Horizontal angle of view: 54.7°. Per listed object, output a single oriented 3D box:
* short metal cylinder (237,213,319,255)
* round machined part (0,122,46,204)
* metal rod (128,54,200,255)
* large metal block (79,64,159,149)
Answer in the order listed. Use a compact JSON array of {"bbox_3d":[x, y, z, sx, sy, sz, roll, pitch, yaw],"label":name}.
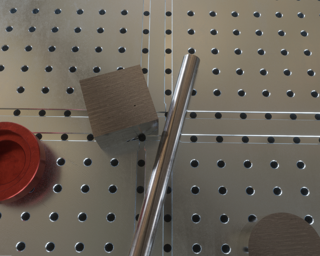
[{"bbox_3d":[0.133,0.139,0.349,0.081,0.050,0.080,0,70,0],"label":"short metal cylinder"},{"bbox_3d":[-0.191,0.045,0.384,0.099,0.042,0.098,0,70,-1],"label":"round machined part"},{"bbox_3d":[0.007,0.036,0.398,0.025,0.025,0.299,14,70,5],"label":"metal rod"},{"bbox_3d":[-0.052,-0.027,0.408,0.081,0.050,0.080,-16,71,-6],"label":"large metal block"}]
